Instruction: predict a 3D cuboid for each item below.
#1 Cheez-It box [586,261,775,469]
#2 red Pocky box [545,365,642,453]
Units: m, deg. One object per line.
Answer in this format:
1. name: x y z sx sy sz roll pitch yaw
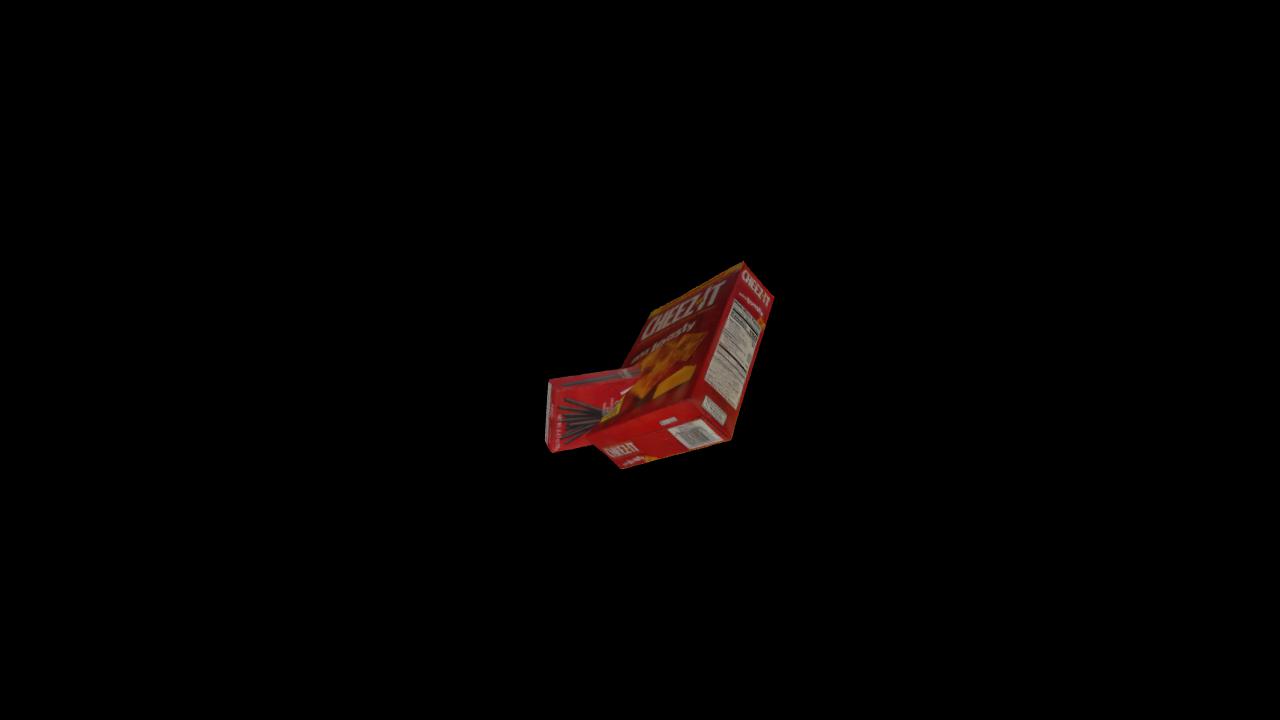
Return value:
1. Cheez-It box: 0.050 0.006 0.697 0.166 0.223 0.071 -24 -61 43
2. red Pocky box: -0.028 0.051 0.685 0.155 0.083 0.028 -8 32 -26
